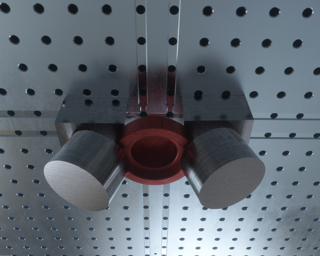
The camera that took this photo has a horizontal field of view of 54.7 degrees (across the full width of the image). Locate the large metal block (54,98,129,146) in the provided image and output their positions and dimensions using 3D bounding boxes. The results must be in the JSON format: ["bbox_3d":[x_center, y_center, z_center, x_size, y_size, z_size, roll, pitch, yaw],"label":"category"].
[{"bbox_3d":[-0.082,0.008,0.401,0.081,0.050,0.079,0,130,-1],"label":"large metal block"}]

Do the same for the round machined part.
[{"bbox_3d":[-0.007,0.023,0.381,0.099,0.042,0.097,0,130,0],"label":"round machined part"}]

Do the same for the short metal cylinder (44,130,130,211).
[{"bbox_3d":[-0.082,0.049,0.353,0.080,0.050,0.079,14,133,16],"label":"short metal cylinder"}]

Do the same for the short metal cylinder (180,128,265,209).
[{"bbox_3d":[0.070,0.046,0.352,0.081,0.050,0.079,-13,132,-15],"label":"short metal cylinder"}]

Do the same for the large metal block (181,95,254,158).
[{"bbox_3d":[0.068,0.005,0.400,0.080,0.050,0.079,-1,130,0],"label":"large metal block"}]
